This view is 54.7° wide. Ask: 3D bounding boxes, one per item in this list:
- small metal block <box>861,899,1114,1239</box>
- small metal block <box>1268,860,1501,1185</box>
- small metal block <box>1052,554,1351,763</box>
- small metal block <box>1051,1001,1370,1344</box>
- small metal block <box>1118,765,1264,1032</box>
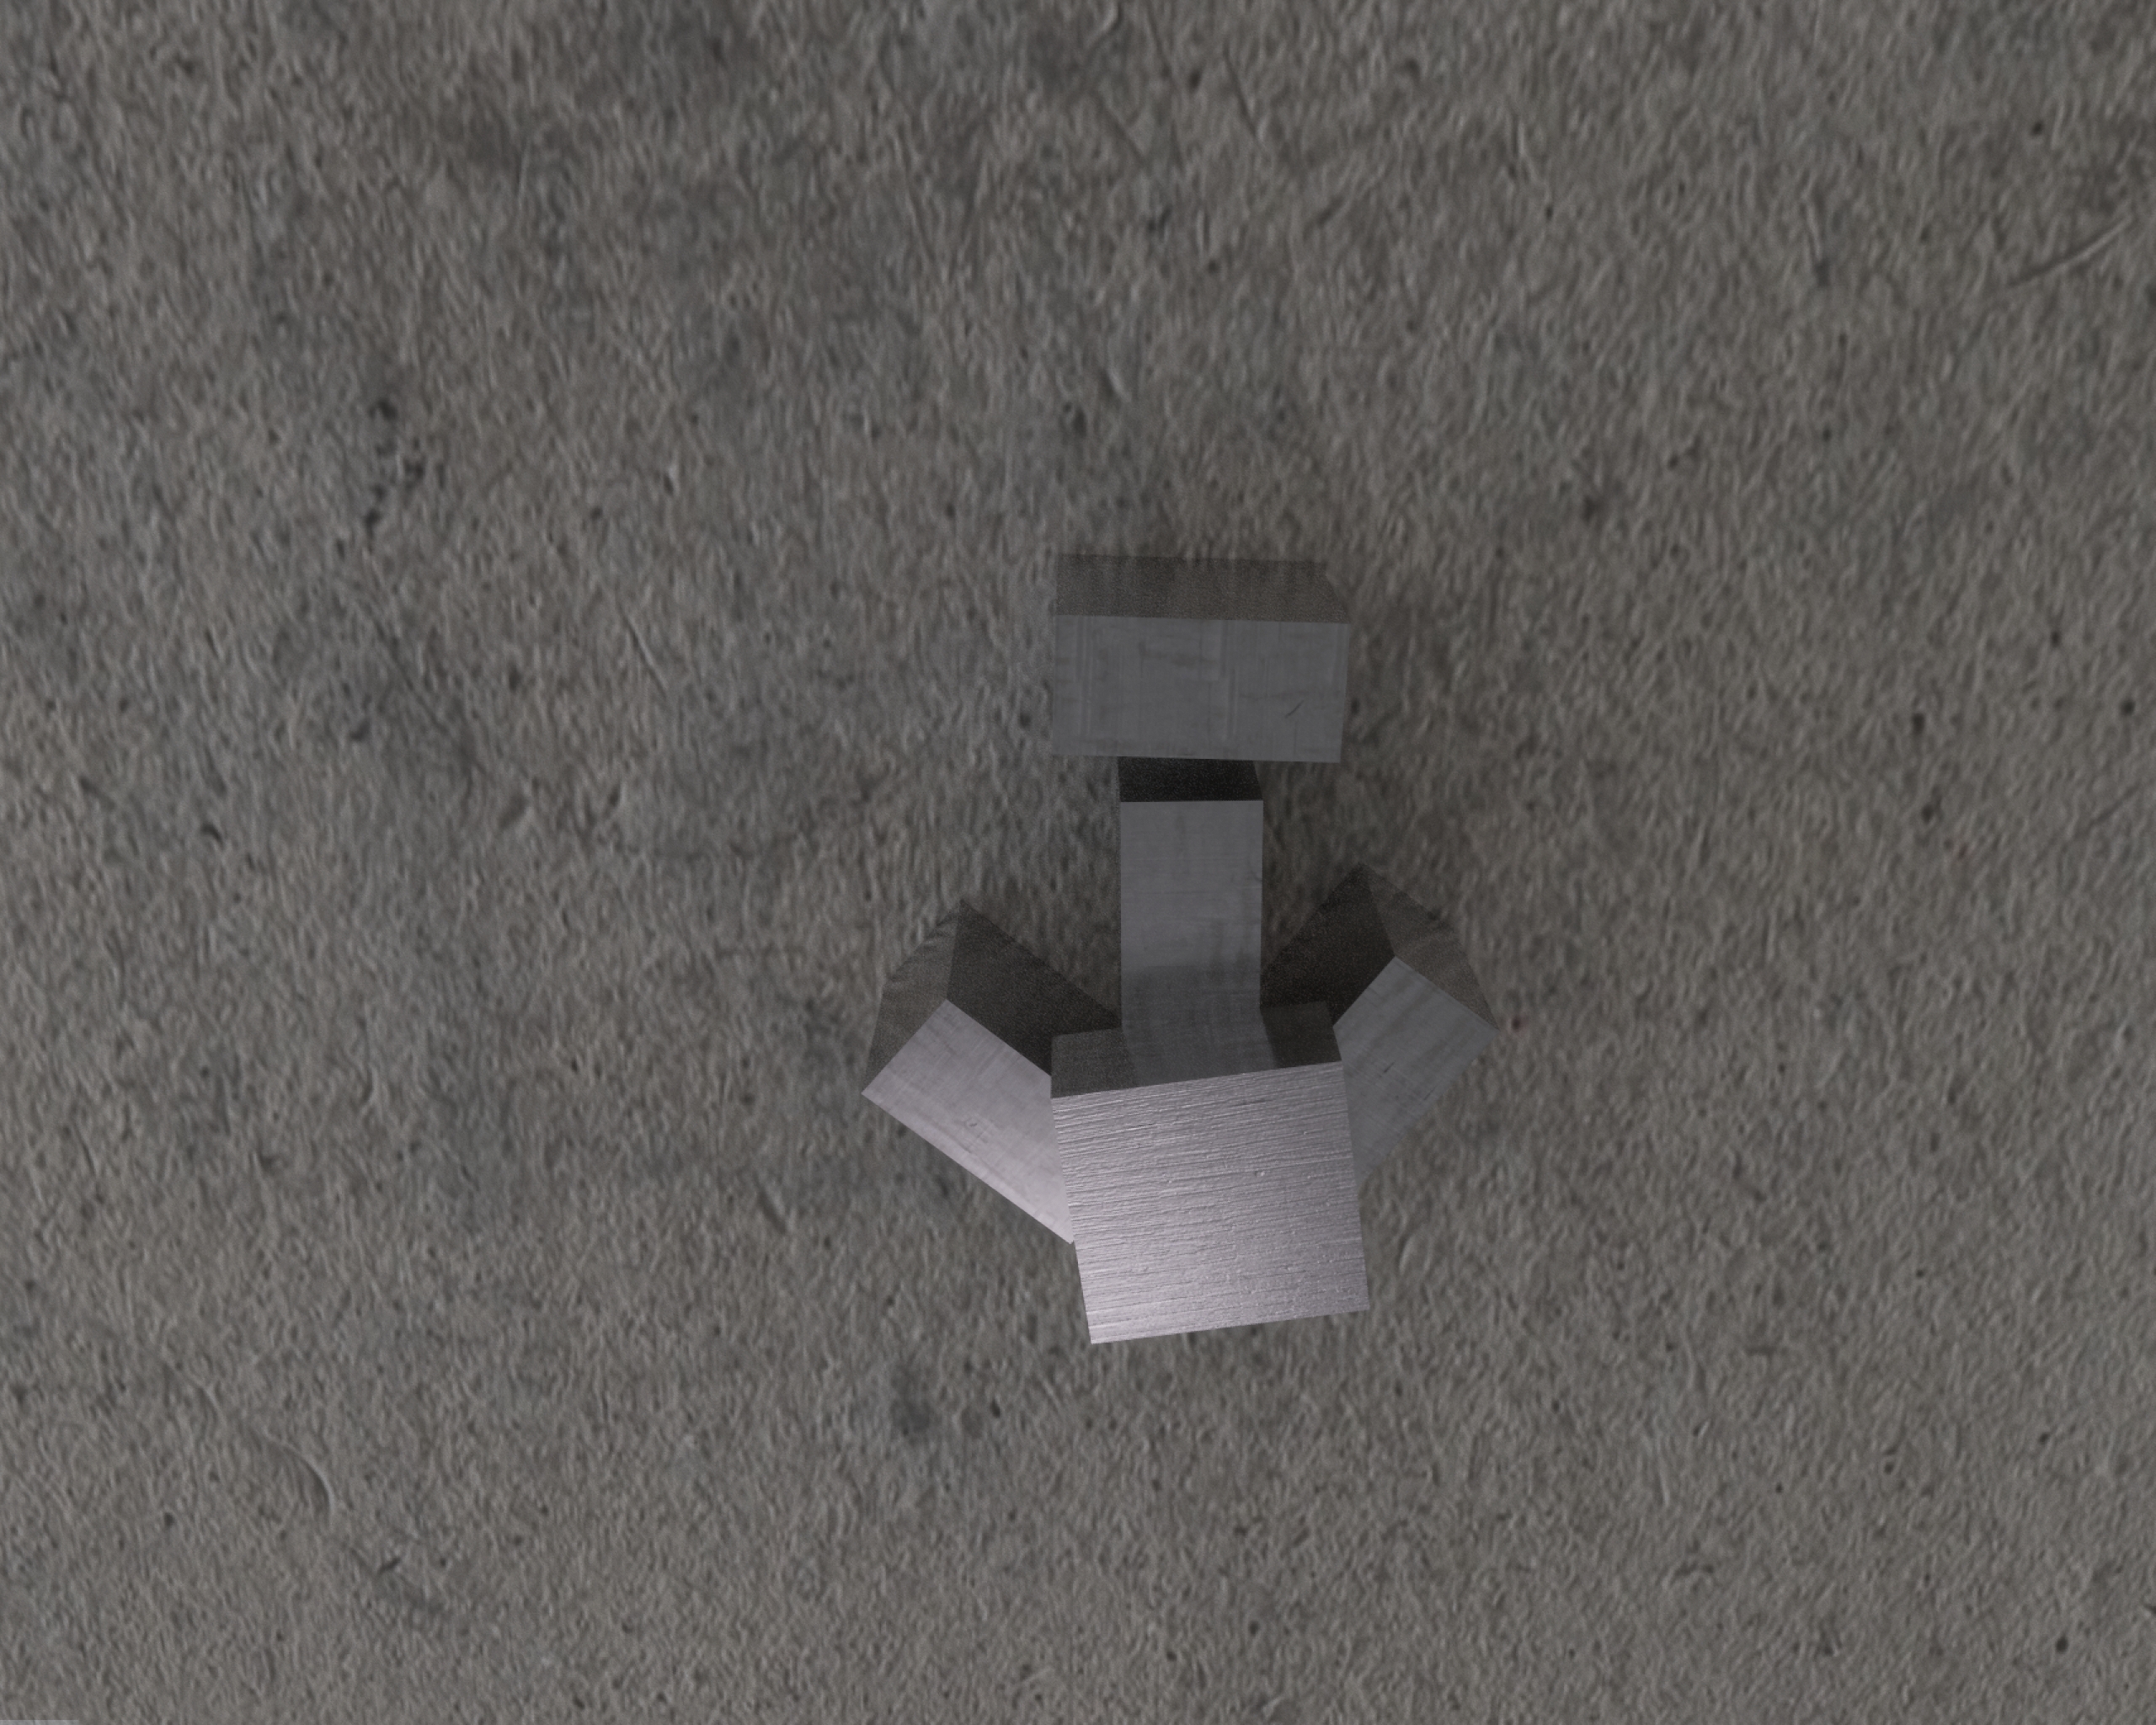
[{"bbox_3d":[-0.013,0.040,0.411,0.050,0.050,0.025,38,106,-13],"label":"small metal block"},{"bbox_3d":[0.052,0.034,0.409,0.025,0.050,0.050,36,106,-12],"label":"small metal block"},{"bbox_3d":[0.021,-0.038,0.382,0.050,0.050,0.025,2,110,-1],"label":"small metal block"},{"bbox_3d":[0.024,0.056,0.377,0.050,0.025,0.050,-8,110,2],"label":"small metal block"},{"bbox_3d":[0.020,0.004,0.398,0.025,0.050,0.050,-1,110,0],"label":"small metal block"}]
